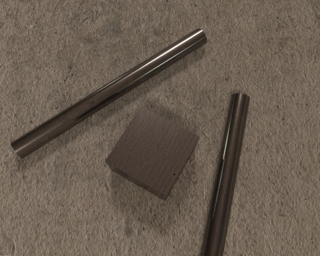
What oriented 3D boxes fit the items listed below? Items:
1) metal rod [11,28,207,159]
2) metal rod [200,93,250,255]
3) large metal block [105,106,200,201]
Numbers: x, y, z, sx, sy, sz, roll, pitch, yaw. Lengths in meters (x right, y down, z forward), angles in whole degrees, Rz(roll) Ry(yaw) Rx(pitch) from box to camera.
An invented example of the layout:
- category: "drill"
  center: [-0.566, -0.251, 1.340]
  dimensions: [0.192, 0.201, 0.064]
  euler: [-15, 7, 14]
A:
- category: "metal rod"
  center: [-0.060, -0.054, 0.426]
  dimensions: [0.301, 0.025, 0.025]
  euler: [-34, 74, -12]
- category: "metal rod"
  center: [0.073, 0.094, 0.374]
  dimensions: [0.025, 0.025, 0.299]
  euler: [14, 70, 4]
- category: "large metal block"
  center: [-0.008, 0.032, 0.383]
  dimensions: [0.080, 0.050, 0.080]
  euler: [28, 72, 9]
